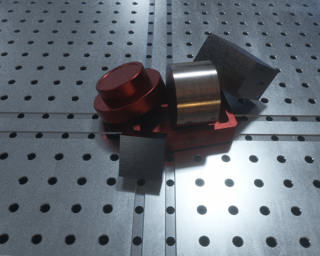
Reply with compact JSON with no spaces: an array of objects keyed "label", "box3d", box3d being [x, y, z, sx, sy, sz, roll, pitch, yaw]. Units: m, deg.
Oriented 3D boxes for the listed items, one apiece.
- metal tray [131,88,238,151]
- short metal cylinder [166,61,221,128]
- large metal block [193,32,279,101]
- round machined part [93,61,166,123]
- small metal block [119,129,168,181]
[{"label":"metal tray","box3d":[0.026,-0.017,0.415,0.131,0.030,0.090,-9,51,-8]},{"label":"short metal cylinder","box3d":[0.038,-0.042,0.386,0.050,0.080,0.080,-6,50,-6]},{"label":"large metal block","box3d":[0.105,-0.083,0.432,0.081,0.050,0.080,0,38,-51]},{"label":"round machined part","box3d":[-0.045,-0.053,0.411,0.098,0.042,0.098,-19,33,13]},{"label":"small metal block","box3d":[-0.019,0.031,0.358,0.050,0.050,0.025,6,16,5]}]
